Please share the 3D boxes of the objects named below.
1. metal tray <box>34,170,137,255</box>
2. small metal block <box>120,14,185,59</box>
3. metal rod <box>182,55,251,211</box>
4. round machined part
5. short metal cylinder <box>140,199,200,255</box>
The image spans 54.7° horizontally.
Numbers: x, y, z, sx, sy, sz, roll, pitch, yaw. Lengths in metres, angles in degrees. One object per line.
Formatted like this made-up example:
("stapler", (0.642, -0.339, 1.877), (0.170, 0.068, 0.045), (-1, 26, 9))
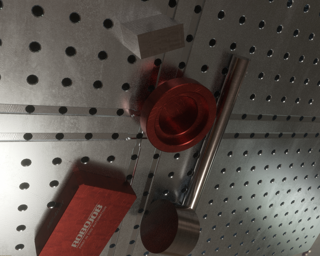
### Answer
("metal tray", (-0.103, 0.127, 0.432), (0.091, 0.030, 0.129), (22, 106, -37))
("small metal block", (-0.008, -0.099, 0.330), (0.050, 0.050, 0.025), (-20, 126, -17))
("metal rod", (0.075, 0.036, 0.476), (0.025, 0.025, 0.298), (0, 118, -29))
("round machined part", (0.020, -0.020, 0.400), (0.099, 0.042, 0.097), (-14, 125, -20))
("short metal cylinder", (0.015, 0.156, 0.482), (0.050, 0.080, 0.080), (28, 103, -38))
